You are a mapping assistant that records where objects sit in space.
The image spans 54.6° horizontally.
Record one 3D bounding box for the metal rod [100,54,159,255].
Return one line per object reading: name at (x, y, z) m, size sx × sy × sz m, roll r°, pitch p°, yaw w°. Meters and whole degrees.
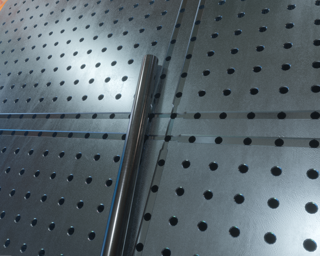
metal rod at (-0.036, 0.025, 0.412) m, size 0.025 × 0.025 × 0.300 m, roll -5°, pitch 59°, yaw 26°
